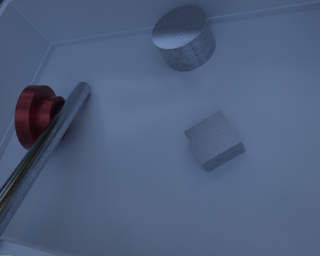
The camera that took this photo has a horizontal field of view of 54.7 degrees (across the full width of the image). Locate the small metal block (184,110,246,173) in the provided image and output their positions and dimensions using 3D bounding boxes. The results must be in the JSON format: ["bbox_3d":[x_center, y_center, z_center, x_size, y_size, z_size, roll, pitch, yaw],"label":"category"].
[{"bbox_3d":[0.063,0.015,0.362,0.050,0.025,0.050,-31,52,8],"label":"small metal block"}]

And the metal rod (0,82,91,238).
[{"bbox_3d":[-0.141,0.018,0.388,0.025,0.025,0.300,-18,30,18],"label":"metal rod"}]

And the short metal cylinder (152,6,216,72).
[{"bbox_3d":[0.035,-0.129,0.449,0.080,0.050,0.080,-13,56,20],"label":"short metal cylinder"}]

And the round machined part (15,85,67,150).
[{"bbox_3d":[-0.168,-0.014,0.458,0.042,0.098,0.098,2,61,5],"label":"round machined part"}]
